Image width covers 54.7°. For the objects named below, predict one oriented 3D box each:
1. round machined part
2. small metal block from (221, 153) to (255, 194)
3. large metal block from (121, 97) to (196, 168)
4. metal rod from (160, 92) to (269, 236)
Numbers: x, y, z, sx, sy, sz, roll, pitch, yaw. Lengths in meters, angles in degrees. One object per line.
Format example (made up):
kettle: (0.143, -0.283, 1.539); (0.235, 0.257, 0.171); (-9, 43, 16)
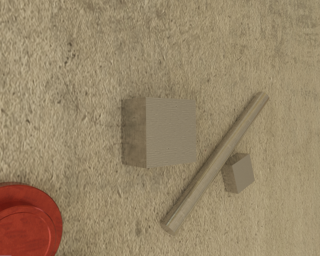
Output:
round machined part: (-0.136, 0.101, 0.281); (0.099, 0.042, 0.097); (0, 90, -40)
small metal block: (0.130, 0.074, 0.517); (0.050, 0.025, 0.050); (-24, 106, -38)
large metal block: (-0.001, 0.004, 0.390); (0.081, 0.050, 0.079); (-1, 91, -40)
metal rod: (0.099, 0.040, 0.490); (0.301, 0.025, 0.025); (-48, 119, -30)
